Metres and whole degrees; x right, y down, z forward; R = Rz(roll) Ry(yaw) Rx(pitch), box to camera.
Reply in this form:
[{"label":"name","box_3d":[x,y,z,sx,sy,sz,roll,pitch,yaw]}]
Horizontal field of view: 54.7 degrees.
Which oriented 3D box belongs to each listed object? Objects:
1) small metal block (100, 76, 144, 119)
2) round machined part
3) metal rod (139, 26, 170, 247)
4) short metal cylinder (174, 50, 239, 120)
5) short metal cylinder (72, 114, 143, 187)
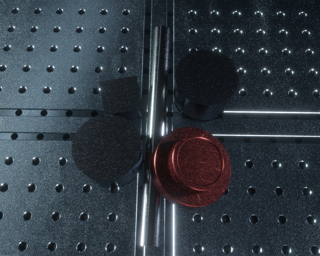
[{"label":"small metal block","box_3d":[-0.052,-0.040,0.421,0.050,0.025,0.050,-10,70,-4]},{"label":"round machined part","box_3d":[0.041,0.044,0.370,0.099,0.042,0.098,6,69,-15]},{"label":"metal rod","box_3d":[-0.004,-0.004,0.409,0.025,0.025,0.299,3,70,1]},{"label":"short metal cylinder","box_3d":[0.059,-0.057,0.415,0.081,0.050,0.080,0,70,0]},{"label":"short metal cylinder","box_3d":[-0.062,0.029,0.383,0.081,0.050,0.080,0,70,0]}]
